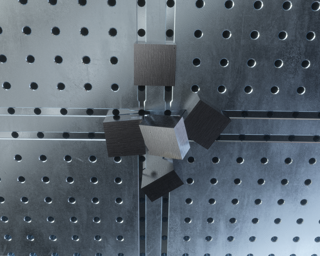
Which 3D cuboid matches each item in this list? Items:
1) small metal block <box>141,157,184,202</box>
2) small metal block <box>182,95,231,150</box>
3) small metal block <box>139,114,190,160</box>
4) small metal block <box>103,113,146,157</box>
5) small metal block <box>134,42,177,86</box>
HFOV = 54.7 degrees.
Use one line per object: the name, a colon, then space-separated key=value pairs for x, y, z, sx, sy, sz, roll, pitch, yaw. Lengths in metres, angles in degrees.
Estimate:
small metal block: x=0.003 y=0.067 z=0.425 sx=0.050 sy=0.050 sz=0.025 roll=-32 pitch=107 yaw=10
small metal block: x=0.057 y=-0.008 z=0.411 sx=0.050 sy=0.025 sz=0.050 roll=32 pitch=107 yaw=-12
small metal block: x=0.007 y=0.011 z=0.400 sx=0.050 sy=0.025 sz=0.050 roll=6 pitch=129 yaw=30
small metal block: x=-0.046 y=0.010 z=0.416 sx=0.050 sy=0.025 sz=0.050 roll=-5 pitch=110 yaw=1
small metal block: x=-0.006 y=-0.080 z=0.384 sx=0.050 sy=0.025 sz=0.050 roll=1 pitch=110 yaw=-1
